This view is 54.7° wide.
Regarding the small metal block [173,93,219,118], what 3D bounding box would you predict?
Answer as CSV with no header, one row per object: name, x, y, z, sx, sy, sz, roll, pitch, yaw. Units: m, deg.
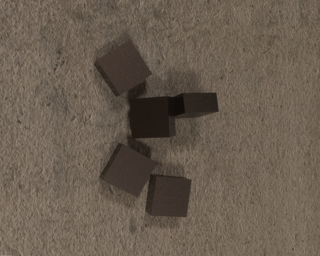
small metal block,0.040,-0.029,0.408,0.050,0.050,0.025,-4,85,-27

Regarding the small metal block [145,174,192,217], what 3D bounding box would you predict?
small metal block,0.011,0.090,0.414,0.050,0.025,0.050,9,87,-20

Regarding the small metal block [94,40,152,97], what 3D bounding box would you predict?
small metal block,-0.047,-0.075,0.392,0.050,0.025,0.050,-37,102,-17

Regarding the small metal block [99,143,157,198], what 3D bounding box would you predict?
small metal block,-0.041,0.053,0.395,0.050,0.025,0.050,31,80,-18

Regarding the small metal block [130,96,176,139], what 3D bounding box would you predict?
small metal block,-0.009,-0.013,0.393,0.050,0.025,0.050,-3,92,20
